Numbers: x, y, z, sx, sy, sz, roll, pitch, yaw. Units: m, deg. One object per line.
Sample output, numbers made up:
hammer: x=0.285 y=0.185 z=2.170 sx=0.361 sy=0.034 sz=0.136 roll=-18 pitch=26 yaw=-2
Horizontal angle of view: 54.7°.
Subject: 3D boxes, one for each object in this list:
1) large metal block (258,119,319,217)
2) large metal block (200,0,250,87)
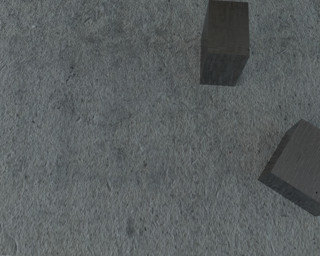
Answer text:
large metal block: x=0.181 y=0.049 z=0.378 sx=0.080 sy=0.050 sz=0.080 roll=33 pitch=73 yaw=11
large metal block: x=0.085 y=-0.112 z=0.420 sx=0.050 sy=0.080 sz=0.080 roll=4 pitch=70 yaw=1
